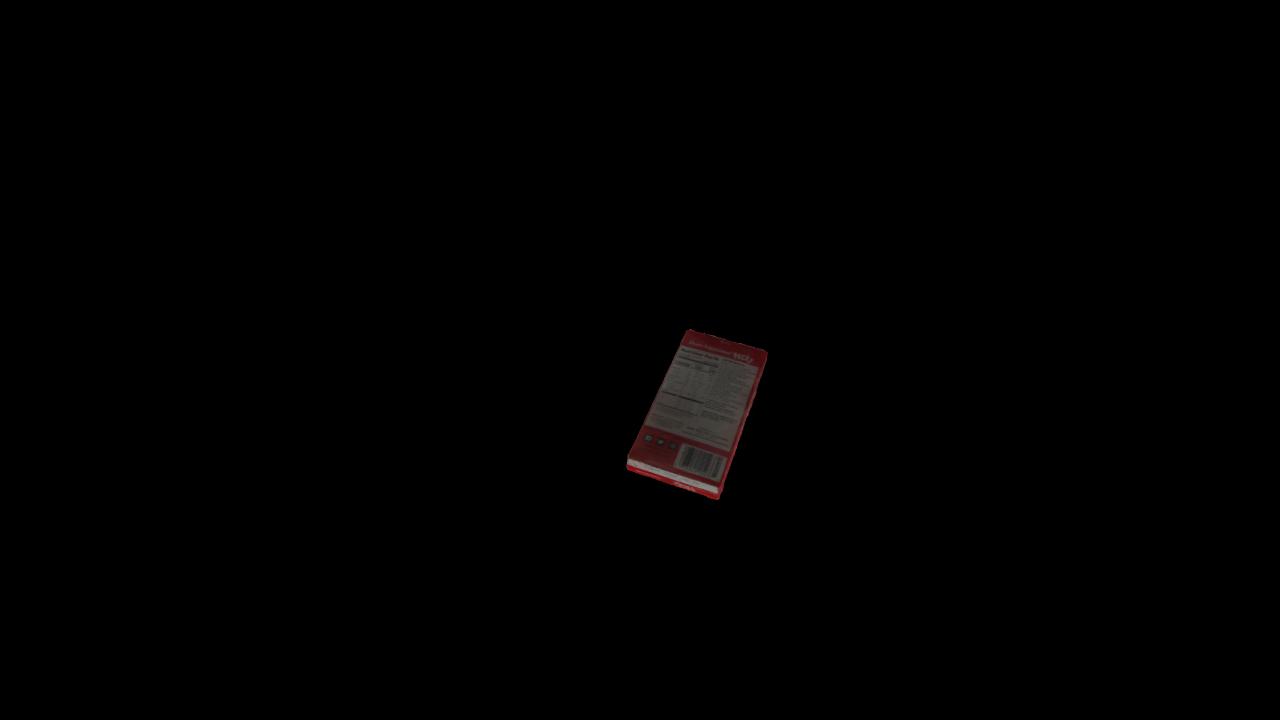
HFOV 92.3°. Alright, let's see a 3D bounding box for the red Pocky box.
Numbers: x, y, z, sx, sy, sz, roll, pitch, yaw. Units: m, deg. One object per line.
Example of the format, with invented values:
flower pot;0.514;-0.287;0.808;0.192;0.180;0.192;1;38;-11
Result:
red Pocky box;0.055;0.043;0.548;0.083;0.155;0.028;16;-38;15
